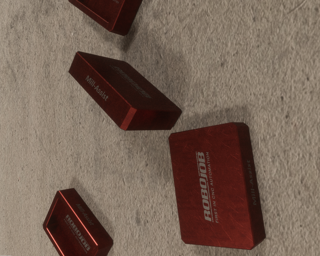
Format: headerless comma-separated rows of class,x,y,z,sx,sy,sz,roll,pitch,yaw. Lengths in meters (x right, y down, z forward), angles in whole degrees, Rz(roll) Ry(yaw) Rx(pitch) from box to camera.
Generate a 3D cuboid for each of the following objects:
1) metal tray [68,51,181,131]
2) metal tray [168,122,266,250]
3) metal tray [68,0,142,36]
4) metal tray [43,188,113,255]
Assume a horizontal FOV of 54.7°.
metal tray,-0.045,-0.048,0.397,0.130,0.091,0.030,44,117,30
metal tray,0.061,0.064,0.350,0.090,0.030,0.129,-12,83,39
metal tray,-0.081,-0.208,0.465,0.130,0.030,0.089,42,115,31
metal tray,-0.140,0.175,0.514,0.130,0.030,0.089,41,115,32
